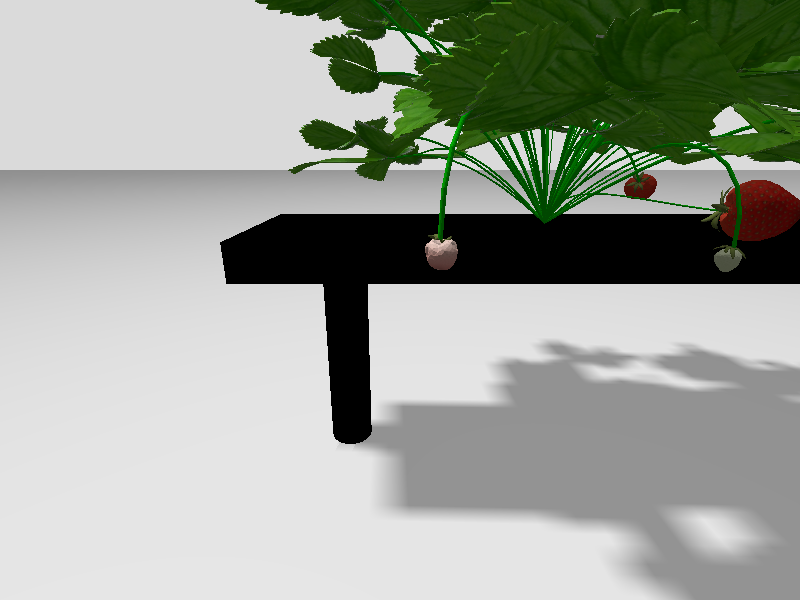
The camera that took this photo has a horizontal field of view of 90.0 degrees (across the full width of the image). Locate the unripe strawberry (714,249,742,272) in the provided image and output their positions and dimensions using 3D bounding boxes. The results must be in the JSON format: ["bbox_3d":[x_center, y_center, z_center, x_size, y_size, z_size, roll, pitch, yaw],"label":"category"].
[{"bbox_3d":[0.151,-0.019,0.185,0.011,0.011,0.010,-3,20,-8],"label":"unripe strawberry"}]

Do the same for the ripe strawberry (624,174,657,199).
[{"bbox_3d":[0.317,-0.148,0.527,0.037,0.031,0.037,18,-1,41],"label":"ripe strawberry"}]

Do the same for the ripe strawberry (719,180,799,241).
[{"bbox_3d":[0.249,-0.061,0.275,0.042,0.041,0.039,11,22,28],"label":"ripe strawberry"}]

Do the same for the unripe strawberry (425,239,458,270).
[{"bbox_3d":[0.017,-0.019,0.165,0.014,0.013,0.013,11,22,28],"label":"unripe strawberry"}]
